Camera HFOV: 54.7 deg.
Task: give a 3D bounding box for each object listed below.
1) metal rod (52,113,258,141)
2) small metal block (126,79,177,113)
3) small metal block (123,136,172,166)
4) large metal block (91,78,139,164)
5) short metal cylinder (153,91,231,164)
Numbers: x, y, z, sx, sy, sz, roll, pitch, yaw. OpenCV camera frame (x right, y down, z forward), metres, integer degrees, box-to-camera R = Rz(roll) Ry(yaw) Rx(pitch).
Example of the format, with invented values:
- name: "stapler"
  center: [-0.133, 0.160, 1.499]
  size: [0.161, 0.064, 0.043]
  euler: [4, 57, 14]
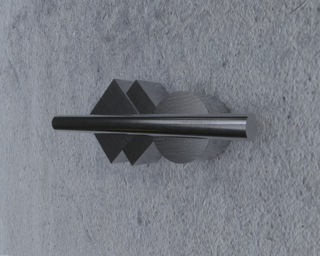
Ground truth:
- name: "metal rod"
  center: [-0.035, -0.004, 0.367]
  size: [0.300, 0.025, 0.025]
  euler: [2, 91, 40]
- name: "small metal block"
  center: [-0.008, -0.033, 0.397]
  size: [0.025, 0.050, 0.050]
  euler: [-50, 61, 28]
- name: "small metal block"
  center: [-0.011, 0.021, 0.401]
  size: [0.050, 0.050, 0.025]
  euler: [-50, 61, 28]
- name: "large metal block"
  center: [-0.046, -0.009, 0.426]
  size: [0.080, 0.050, 0.080]
  euler: [-49, 61, 28]
- name: "short metal cylinder"
  center: [0.037, -0.001, 0.359]
  size: [0.080, 0.050, 0.080]
  euler: [0, 90, 40]
